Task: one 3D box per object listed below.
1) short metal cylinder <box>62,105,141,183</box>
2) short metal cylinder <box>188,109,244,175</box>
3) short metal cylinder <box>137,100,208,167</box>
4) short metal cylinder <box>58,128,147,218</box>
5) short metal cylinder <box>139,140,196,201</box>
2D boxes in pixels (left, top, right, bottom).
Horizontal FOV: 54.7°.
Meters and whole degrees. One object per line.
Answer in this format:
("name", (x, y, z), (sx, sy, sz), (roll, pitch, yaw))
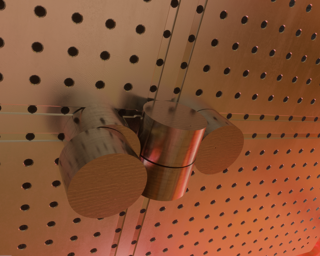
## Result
("short metal cylinder", (-0.070, 0.019, 0.368), (0.081, 0.050, 0.079), (-14, 124, -21))
("short metal cylinder", (0.072, 0.020, 0.445), (0.081, 0.050, 0.079), (-14, 124, -21))
("short metal cylinder", (0.013, 0.005, 0.386), (0.081, 0.080, 0.050), (1, 119, -29))
("short metal cylinder", (-0.060, 0.047, 0.324), (0.081, 0.050, 0.079), (-14, 124, -21))
("short metal cylinder", (0.002, 0.050, 0.407), (0.081, 0.080, 0.050), (-1, 119, -28))
